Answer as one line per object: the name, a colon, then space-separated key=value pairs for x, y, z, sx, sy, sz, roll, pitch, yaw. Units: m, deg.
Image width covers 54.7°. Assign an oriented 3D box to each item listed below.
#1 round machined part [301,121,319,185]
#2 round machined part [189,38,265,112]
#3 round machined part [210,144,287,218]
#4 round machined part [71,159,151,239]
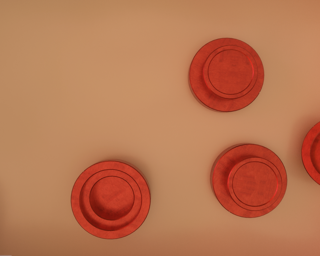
round machined part: x=0.235 y=0.034 z=0.390 sx=0.098 sy=0.042 sz=0.098 roll=-9 pitch=74 yaw=34
round machined part: x=0.088 y=-0.070 z=0.404 sx=0.099 sy=0.042 sz=0.097 roll=0 pitch=90 yaw=-1
round machined part: x=0.118 y=0.070 z=0.405 sx=0.099 sy=0.042 sz=0.097 roll=0 pitch=90 yaw=-1
round machined part: x=-0.061 y=0.089 z=0.402 sx=0.099 sy=0.042 sz=0.097 roll=0 pitch=90 yaw=-1
